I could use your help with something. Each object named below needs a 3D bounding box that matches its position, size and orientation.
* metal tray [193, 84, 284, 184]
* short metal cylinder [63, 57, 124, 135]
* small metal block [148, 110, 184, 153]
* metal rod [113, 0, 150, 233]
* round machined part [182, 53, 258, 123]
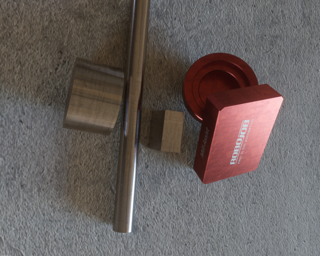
[{"bbox_3d":[0.098,0.010,0.404,0.091,0.030,0.129,-12,131,-20],"label":"metal tray"},{"bbox_3d":[-0.077,-0.035,0.352,0.050,0.080,0.080,11,86,-20],"label":"short metal cylinder"},{"bbox_3d":[0.007,0.004,0.399,0.025,0.050,0.050,7,88,-20],"label":"small metal block"},{"bbox_3d":[-0.036,-0.020,0.395,0.025,0.025,0.298,5,88,-20],"label":"metal rod"},{"bbox_3d":[0.079,-0.048,0.419,0.099,0.042,0.097,0,82,-3],"label":"round machined part"}]
